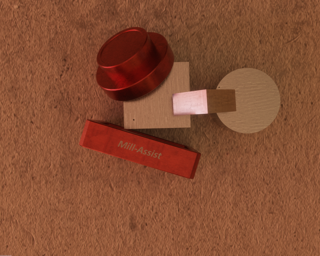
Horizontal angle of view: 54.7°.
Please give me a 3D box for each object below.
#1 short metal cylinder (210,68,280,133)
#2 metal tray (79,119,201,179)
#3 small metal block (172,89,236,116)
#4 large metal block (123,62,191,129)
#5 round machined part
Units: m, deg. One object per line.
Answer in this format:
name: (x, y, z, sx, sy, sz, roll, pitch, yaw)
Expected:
short metal cylinder: (0.106, -0.033, 0.400, 0.081, 0.050, 0.080, 0, 90, 0)
metal tray: (-0.022, 0.023, 0.378, 0.131, 0.090, 0.030, 17, 90, 0)
small metal block: (0.051, -0.029, 0.353, 0.050, 0.050, 0.025, -6, 94, -41)
large metal block: (-0.004, -0.040, 0.400, 0.081, 0.050, 0.080, -1, 90, 0)
round machined part: (-0.036, -0.083, 0.374, 0.098, 0.098, 0.042, -36, 134, 0)
